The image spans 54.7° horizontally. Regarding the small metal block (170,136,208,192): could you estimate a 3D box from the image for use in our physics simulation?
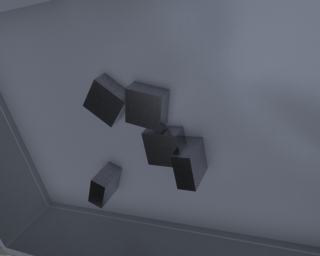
[{"bbox_3d":[0.039,0.045,0.399,0.025,0.050,0.050,2,119,27],"label":"small metal block"}]

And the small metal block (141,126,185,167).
[{"bbox_3d":[0.007,0.025,0.419,0.050,0.025,0.050,3,120,26],"label":"small metal block"}]

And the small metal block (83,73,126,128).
[{"bbox_3d":[-0.071,-0.037,0.421,0.050,0.025,0.050,37,129,2],"label":"small metal block"}]

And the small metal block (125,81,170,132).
[{"bbox_3d":[-0.017,-0.028,0.399,0.050,0.025,0.050,16,125,19],"label":"small metal block"}]

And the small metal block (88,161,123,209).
[{"bbox_3d":[-0.087,0.090,0.492,0.025,0.050,0.050,25,127,12],"label":"small metal block"}]
